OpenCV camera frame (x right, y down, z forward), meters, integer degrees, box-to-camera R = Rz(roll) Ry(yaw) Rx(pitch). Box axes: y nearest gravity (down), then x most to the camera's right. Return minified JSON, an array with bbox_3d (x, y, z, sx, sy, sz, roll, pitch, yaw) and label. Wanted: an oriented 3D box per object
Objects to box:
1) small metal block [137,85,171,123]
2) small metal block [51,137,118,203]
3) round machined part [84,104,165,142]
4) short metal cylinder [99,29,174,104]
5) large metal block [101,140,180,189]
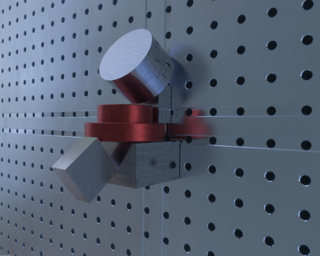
[{"bbox_3d":[-0.013,-0.032,0.417,0.050,0.025,0.050,1,91,39],"label":"small metal block"},{"bbox_3d":[-0.081,0.045,0.339,0.025,0.050,0.050,2,129,39],"label":"small metal block"},{"bbox_3d":[-0.043,-0.007,0.381,0.098,0.099,0.042,1,91,39],"label":"round machined part"},{"bbox_3d":[-0.029,-0.078,0.393,0.080,0.050,0.080,-21,49,26],"label":"short metal cylinder"},{"bbox_3d":[-0.031,0.041,0.396,0.080,0.081,0.050,1,91,39],"label":"large metal block"}]
